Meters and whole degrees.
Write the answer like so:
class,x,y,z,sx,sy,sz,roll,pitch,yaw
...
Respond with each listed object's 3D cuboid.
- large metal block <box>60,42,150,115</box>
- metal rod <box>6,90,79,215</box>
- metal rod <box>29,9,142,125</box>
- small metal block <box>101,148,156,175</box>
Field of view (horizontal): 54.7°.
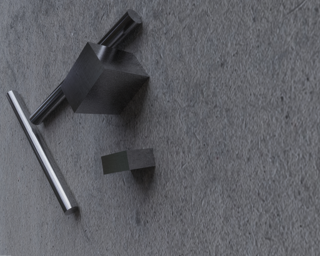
class,x,y,z,sx,sy,sz,roll,pitch,yaw
large metal block,-0.076,-0.064,0.430,0.080,0.081,0.050,-48,62,29
metal rod,-0.232,0.035,0.592,0.300,0.025,0.025,52,120,27
metal rod,-0.138,-0.086,0.515,0.299,0.025,0.025,-34,69,34
small metal block,-0.043,0.045,0.422,0.050,0.050,0.025,-16,80,38
